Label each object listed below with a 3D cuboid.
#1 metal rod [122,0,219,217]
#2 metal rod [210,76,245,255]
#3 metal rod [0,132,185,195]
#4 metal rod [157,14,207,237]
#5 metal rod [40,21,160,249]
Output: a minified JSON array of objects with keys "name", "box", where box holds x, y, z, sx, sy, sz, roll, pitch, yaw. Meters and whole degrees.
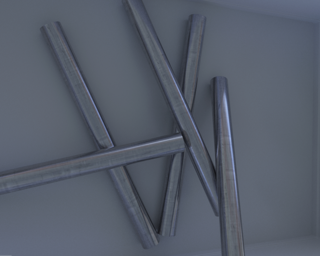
[{"name":"metal rod","box":[0.022,-0.030,0.397,0.025,0.025,0.299,-24,90,-19]},{"name":"metal rod","box":[0.081,0.065,0.375,0.025,0.025,0.299,13,60,-20]},{"name":"metal rod","box":[-0.118,0.048,0.348,0.302,0.025,0.025,-12,95,-13]},{"name":"metal rod","box":[0.030,-0.006,0.422,0.025,0.025,0.298,10,87,-20]},{"name":"metal rod","box":[-0.070,0.016,0.385,0.025,0.025,0.299,-26,99,-18]}]
